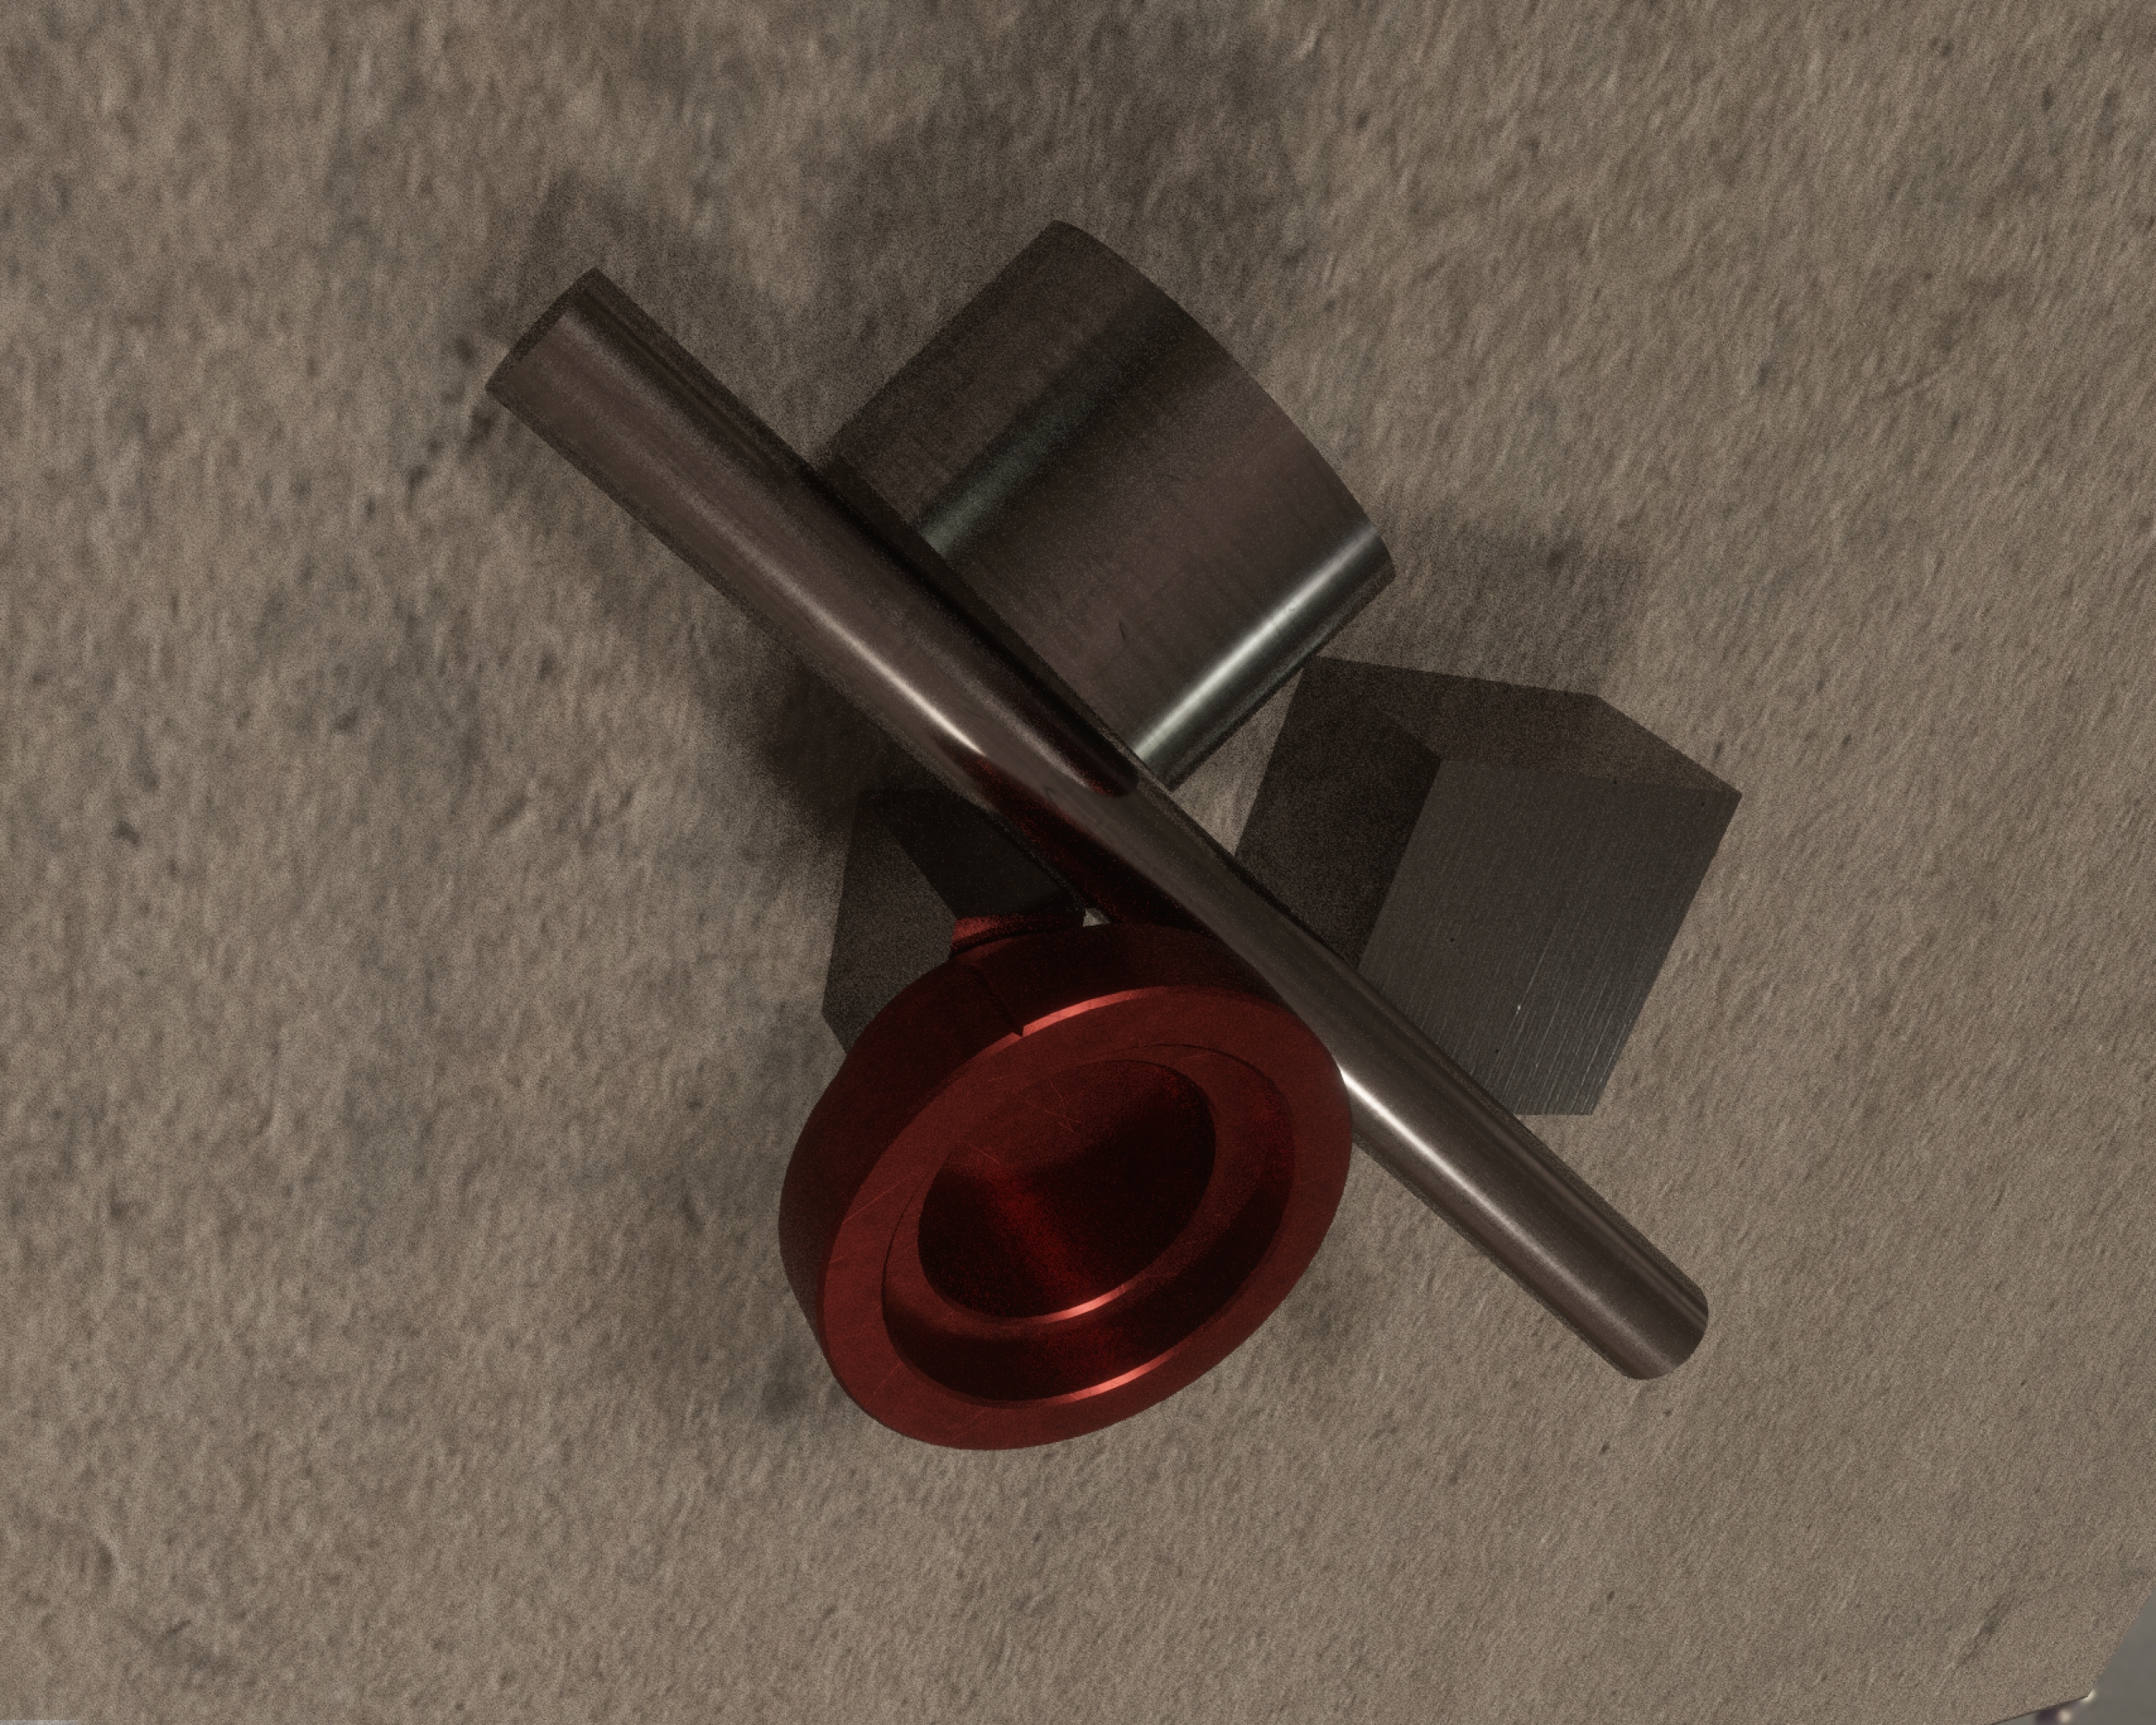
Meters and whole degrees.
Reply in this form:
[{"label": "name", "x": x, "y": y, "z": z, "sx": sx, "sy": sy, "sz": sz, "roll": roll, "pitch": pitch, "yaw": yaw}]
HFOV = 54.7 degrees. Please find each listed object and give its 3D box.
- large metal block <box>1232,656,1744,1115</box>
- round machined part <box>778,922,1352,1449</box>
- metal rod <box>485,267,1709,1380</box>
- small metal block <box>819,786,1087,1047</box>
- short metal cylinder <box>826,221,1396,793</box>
[{"label": "large metal block", "x": 0.080, "y": 0.006, "z": 0.442, "sx": 0.081, "sy": 0.050, "sz": 0.079, "roll": 4, "pitch": 116, "yaw": -31}, {"label": "round machined part", "x": -0.005, "y": 0.051, "z": 0.364, "sx": 0.099, "sy": 0.042, "sz": 0.097, "roll": -14, "pitch": 126, "yaw": -20}, {"label": "metal rod", "x": 0.021, "y": 0.009, "z": 0.379, "sx": 0.025, "sy": 0.025, "sz": 0.300, "roll": -47, "pitch": 115, "yaw": 4}, {"label": "small metal block", "x": -0.025, "y": 0.019, "z": 0.392, "sx": 0.025, "sy": 0.050, "sz": 0.050, "roll": -2, "pitch": 120, "yaw": -28}, {"label": "short metal cylinder", "x": 0.005, "y": -0.057, "z": 0.342, "sx": 0.050, "sy": 0.080, "sz": 0.080, "roll": -45, "pitch": 130, "yaw": 2}]
